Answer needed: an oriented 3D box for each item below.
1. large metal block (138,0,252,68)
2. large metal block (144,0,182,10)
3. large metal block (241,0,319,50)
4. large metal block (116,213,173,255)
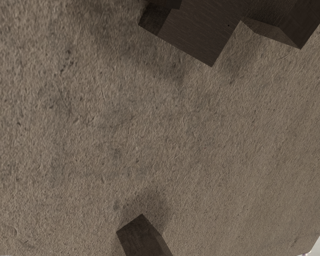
[{"bbox_3d":[0.037,-0.124,0.335,0.080,0.050,0.080,20,108,-36],"label":"large metal block"},{"bbox_3d":[-0.014,-0.154,0.262,0.080,0.050,0.079,22,113,9],"label":"large metal block"},{"bbox_3d":[0.147,-0.149,0.362,0.050,0.080,0.080,24,105,-37],"label":"large metal block"},{"bbox_3d":[-0.016,0.196,0.485,0.050,0.080,0.080,-35,129,-6],"label":"large metal block"}]
